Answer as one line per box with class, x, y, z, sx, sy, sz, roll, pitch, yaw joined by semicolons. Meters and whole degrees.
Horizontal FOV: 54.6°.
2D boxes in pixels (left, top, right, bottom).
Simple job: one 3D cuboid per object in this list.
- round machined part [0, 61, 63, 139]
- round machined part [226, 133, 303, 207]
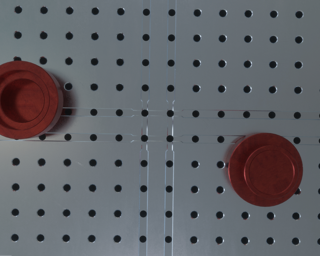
round machined part;-0.175;-0.035;0.404;0.099;0.042;0.097;0;90;0
round machined part;0.139;0.055;0.406;0.099;0.042;0.097;0;90;0
